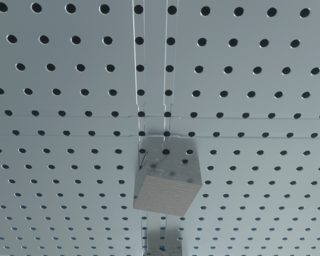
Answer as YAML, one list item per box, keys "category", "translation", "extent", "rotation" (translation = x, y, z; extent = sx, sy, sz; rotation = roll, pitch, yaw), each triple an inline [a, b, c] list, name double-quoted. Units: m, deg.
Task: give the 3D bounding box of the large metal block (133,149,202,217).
- category: "large metal block"
  translation: [0.009, 0.085, 0.468]
  extent: [0.081, 0.050, 0.079]
  rotation: [13, 129, -11]

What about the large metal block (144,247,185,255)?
- category: "large metal block"
  translation: [0.016, 0.298, 0.650]
  extent: [0.080, 0.050, 0.080]
  rotation: [-11, 130, 8]
